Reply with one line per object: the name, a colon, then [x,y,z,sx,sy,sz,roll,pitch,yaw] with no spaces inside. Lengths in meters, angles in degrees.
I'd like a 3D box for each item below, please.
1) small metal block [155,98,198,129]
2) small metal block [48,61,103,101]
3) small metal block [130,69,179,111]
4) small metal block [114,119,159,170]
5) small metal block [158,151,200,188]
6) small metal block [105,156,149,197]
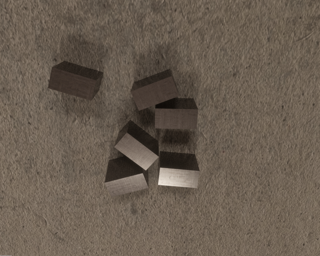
small metal block: [0.019,-0.019,0.390,0.050,0.050,0.025,1,110,-1]
small metal block: [-0.100,-0.058,0.374,0.050,0.050,0.025,16,109,-6]
small metal block: [-0.006,-0.048,0.379,0.050,0.050,0.025,-20,109,7]
small metal block: [-0.029,0.021,0.404,0.050,0.050,0.025,38,105,-13]
small metal block: [0.024,0.055,0.417,0.050,0.050,0.025,5,110,-3]
small metal block: [-0.043,0.061,0.417,0.050,0.050,0.025,-15,118,5]
